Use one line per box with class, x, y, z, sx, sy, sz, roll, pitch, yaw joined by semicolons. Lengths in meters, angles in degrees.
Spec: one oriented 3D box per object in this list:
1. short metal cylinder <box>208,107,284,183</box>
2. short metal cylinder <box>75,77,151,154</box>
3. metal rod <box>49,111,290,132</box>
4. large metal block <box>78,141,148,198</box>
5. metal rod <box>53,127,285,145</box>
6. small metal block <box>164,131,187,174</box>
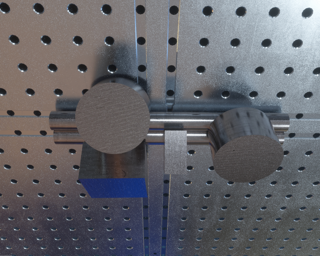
short metal cylinder;0.102;0.022;0.377;0.081;0.050;0.079;0;130;0
short metal cylinder;-0.051;-0.016;0.358;0.081;0.050;0.079;0;106;-1
metal rod;0.013;-0.009;0.400;0.302;0.025;0.025;0;130;-1
large metal block;-0.059;0.059;0.422;0.081;0.050;0.080;-1;150;0
metal rod;0.013;0.010;0.416;0.302;0.025;0.025;0;130;-1
small metal block;0.018;0.029;0.378;0.025;0.050;0.050;0;88;-1
